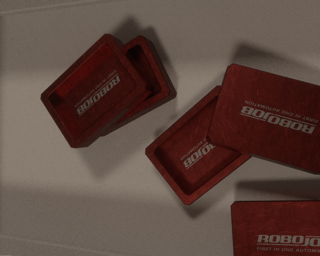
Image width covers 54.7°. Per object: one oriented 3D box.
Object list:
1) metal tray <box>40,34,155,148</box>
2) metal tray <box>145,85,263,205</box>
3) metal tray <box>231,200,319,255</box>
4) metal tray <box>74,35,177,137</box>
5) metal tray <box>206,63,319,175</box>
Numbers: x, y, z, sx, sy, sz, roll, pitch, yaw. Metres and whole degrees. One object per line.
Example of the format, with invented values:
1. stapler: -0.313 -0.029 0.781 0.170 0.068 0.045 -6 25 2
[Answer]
1. metal tray: -0.084 -0.045 0.403 0.130 0.030 0.090 -38 78 15
2. metal tray: 0.057 0.022 0.387 0.130 0.030 0.090 -42 77 15
3. metal tray: 0.150 0.127 0.346 0.130 0.030 0.090 -5 77 19
4. metal tray: -0.054 -0.054 0.425 0.130 0.030 0.090 -27 81 17
5. metal tray: 0.126 -0.010 0.340 0.131 0.030 0.090 16 83 6
